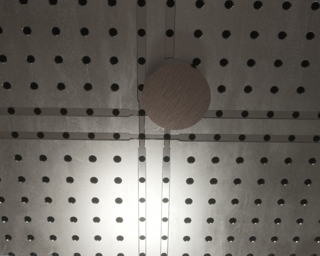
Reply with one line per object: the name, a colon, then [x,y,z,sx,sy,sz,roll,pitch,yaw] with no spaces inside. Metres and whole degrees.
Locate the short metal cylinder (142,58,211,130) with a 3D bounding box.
short metal cylinder: [0.019,-0.043,0.384,0.081,0.050,0.079,0,110,-1]
